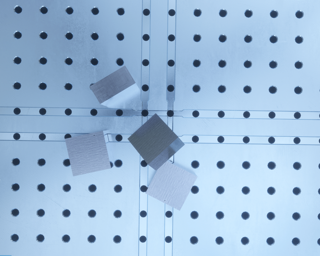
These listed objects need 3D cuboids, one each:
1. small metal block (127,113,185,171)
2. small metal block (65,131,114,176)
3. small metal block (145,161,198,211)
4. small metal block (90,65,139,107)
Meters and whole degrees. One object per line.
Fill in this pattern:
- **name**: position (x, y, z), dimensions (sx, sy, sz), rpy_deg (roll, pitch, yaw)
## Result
- **small metal block**: position (-0.005, 0.018, 0.401), dimensions (0.050, 0.025, 0.050), rpy_deg (-42, 56, 0)
- **small metal block**: position (-0.093, 0.033, 0.413), dimensions (0.050, 0.025, 0.050), rpy_deg (-12, 90, 0)
- **small metal block**: position (0.015, 0.074, 0.414), dimensions (0.050, 0.025, 0.050), rpy_deg (27, 90, 0)
- **small metal block**: position (-0.057, -0.053, 0.400), dimensions (0.050, 0.050, 0.025), rpy_deg (-31, 90, 0)
